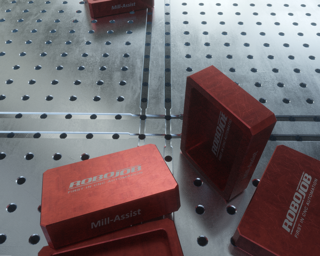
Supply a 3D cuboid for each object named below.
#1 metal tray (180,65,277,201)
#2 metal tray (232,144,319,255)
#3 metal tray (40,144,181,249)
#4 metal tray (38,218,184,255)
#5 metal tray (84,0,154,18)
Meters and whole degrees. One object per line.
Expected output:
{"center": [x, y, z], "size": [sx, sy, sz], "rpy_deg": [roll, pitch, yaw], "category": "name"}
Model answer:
{"center": [0.064, 0.010, 0.332], "size": [0.030, 0.129, 0.090], "rpy_deg": [-28, 56, -22], "category": "metal tray"}
{"center": [0.146, 0.087, 0.333], "size": [0.090, 0.030, 0.130], "rpy_deg": [26, 54, 20], "category": "metal tray"}
{"center": [-0.054, 0.065, 0.329], "size": [0.131, 0.030, 0.090], "rpy_deg": [-14, 30, -12], "category": "metal tray"}
{"center": [-0.040, 0.143, 0.283], "size": [0.131, 0.030, 0.090], "rpy_deg": [-10, 51, -9], "category": "metal tray"}
{"center": [-0.087, -0.270, 0.630], "size": [0.131, 0.030, 0.090], "rpy_deg": [-16, 52, -13], "category": "metal tray"}
